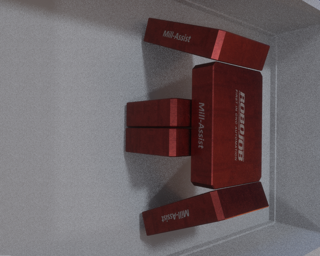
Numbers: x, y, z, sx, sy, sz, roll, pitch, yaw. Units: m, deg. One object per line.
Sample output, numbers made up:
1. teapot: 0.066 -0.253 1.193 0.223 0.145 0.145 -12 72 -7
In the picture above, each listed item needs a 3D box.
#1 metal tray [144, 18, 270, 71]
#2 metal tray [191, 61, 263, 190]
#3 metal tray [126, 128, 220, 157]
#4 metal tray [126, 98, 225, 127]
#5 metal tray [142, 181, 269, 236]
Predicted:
1. metal tray: 0.053 -0.104 0.379 0.091 0.130 0.030 1 110 -40
2. metal tray: 0.077 -0.002 0.348 0.091 0.030 0.129 1 89 -41
3. metal tray: 0.034 0.016 0.392 0.131 0.090 0.030 1 90 -40
4. metal tray: 0.035 -0.016 0.392 0.131 0.090 0.030 1 90 -40
5. metal tray: 0.051 0.099 0.378 0.091 0.130 0.030 1 68 -41
